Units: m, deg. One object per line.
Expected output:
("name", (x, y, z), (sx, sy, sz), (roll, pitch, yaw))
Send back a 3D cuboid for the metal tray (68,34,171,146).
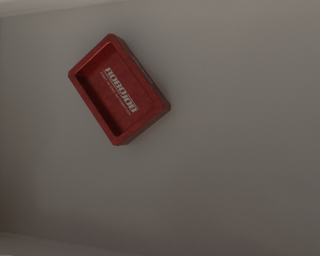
("metal tray", (-0.058, -0.052, 0.428), (0.090, 0.030, 0.130), (-38, 78, 16))
